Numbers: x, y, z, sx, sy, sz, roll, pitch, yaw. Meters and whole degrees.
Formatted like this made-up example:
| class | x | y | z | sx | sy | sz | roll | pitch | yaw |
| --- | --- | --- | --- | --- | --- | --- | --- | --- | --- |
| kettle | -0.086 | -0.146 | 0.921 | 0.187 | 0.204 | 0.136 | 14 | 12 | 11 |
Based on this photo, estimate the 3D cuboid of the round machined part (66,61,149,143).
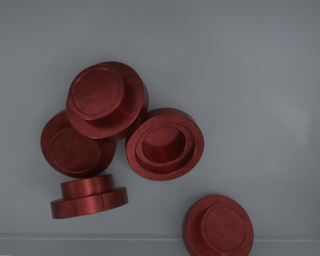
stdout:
| class | x | y | z | sx | sy | sz | roll | pitch | yaw |
| --- | --- | --- | --- | --- | --- | --- | --- | --- | --- |
| round machined part | -0.066 | -0.035 | 0.361 | 0.098 | 0.042 | 0.098 | -4 | 71 | 14 |

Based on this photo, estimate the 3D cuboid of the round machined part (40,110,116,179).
| class | x | y | z | sx | sy | sz | roll | pitch | yaw |
| --- | --- | --- | --- | --- | --- | --- | --- | --- | --- |
| round machined part | -0.109 | 0.025 | 0.410 | 0.099 | 0.042 | 0.097 | 0 | 110 | 0 |

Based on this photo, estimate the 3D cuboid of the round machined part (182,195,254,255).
| class | x | y | z | sx | sy | sz | roll | pitch | yaw |
| --- | --- | --- | --- | --- | --- | --- | --- | --- | --- |
| round machined part | 0.083 | 0.140 | 0.424 | 0.099 | 0.098 | 0.042 | 13 | 153 | -5 |

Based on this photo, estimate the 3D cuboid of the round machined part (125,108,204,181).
| class | x | y | z | sx | sy | sz | roll | pitch | yaw |
| --- | --- | --- | --- | --- | --- | --- | --- | --- | --- |
| round machined part | 0.004 | 0.017 | 0.401 | 0.099 | 0.042 | 0.097 | -5 | 119 | -9 |

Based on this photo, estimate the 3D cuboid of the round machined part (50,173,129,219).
| class | x | y | z | sx | sy | sz | roll | pitch | yaw |
| --- | --- | --- | --- | --- | --- | --- | --- | --- | --- |
| round machined part | -0.094 | 0.087 | 0.409 | 0.099 | 0.098 | 0.042 | -11 | 83 | 4 |
